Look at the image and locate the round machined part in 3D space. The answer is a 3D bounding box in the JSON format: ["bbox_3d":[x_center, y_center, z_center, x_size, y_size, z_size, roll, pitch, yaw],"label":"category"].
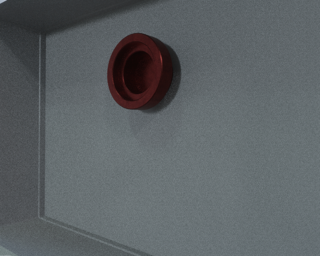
[{"bbox_3d":[-0.022,-0.072,0.412,0.098,0.042,0.097,0,90,39],"label":"round machined part"}]
